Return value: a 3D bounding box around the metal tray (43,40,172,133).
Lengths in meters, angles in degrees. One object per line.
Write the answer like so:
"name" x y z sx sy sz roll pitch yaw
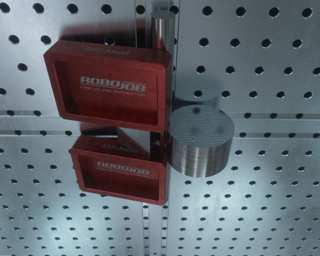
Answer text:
"metal tray" -0.054 -0.045 0.346 0.131 0.030 0.089 8 131 9

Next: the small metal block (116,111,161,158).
"small metal block" -0.027 0.004 0.396 0.050 0.025 0.050 22 135 23

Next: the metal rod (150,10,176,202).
"metal rod" 0.002 0.000 0.406 0.025 0.025 0.298 0 130 0

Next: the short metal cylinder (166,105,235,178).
"short metal cylinder" 0.048 0.015 0.384 0.081 0.080 0.050 0 130 0

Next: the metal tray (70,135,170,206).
"metal tray" -0.053 0.061 0.437 0.131 0.030 0.089 8 131 9
